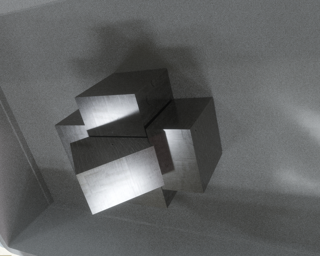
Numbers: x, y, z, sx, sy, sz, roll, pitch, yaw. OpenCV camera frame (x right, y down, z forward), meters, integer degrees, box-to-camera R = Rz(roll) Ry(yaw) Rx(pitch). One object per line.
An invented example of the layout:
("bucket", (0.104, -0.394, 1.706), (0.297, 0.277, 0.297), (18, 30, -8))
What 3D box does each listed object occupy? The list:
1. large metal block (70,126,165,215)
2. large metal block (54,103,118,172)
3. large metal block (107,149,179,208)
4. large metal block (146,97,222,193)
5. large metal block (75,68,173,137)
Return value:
("large metal block", (-0.051, 0.040, 0.350), (0.081, 0.080, 0.050), (-20, 115, -12))
("large metal block", (-0.084, 0.013, 0.425), (0.050, 0.080, 0.080), (0, 119, 28))
("large metal block", (-0.015, 0.057, 0.415), (0.080, 0.080, 0.050), (0, 118, 28))
("large metal block", (0.033, 0.017, 0.362), (0.050, 0.080, 0.080), (0, 118, 28))
("large metal block", (-0.039, -0.032, 0.372), (0.080, 0.080, 0.050), (0, 118, 28))
